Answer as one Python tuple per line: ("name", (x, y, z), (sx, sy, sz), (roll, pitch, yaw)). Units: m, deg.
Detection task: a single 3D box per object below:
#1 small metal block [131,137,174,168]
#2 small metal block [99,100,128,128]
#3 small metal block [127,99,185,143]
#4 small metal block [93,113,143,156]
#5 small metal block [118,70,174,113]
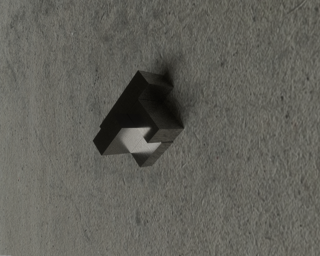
("small metal block", (-0.017, 0.017, 0.419), (0.050, 0.025, 0.050), (-50, 61, 28))
("small metal block", (-0.046, -0.010, 0.425), (0.050, 0.050, 0.025), (-51, 60, 28))
("small metal block", (-0.005, -0.009, 0.392), (0.025, 0.050, 0.050), (-50, 61, 28))
("small metal block", (-0.049, 0.008, 0.396), (0.050, 0.050, 0.025), (-51, 60, 28))
("small metal block", (-0.018, -0.045, 0.403), (0.050, 0.050, 0.025), (-51, 60, 28))
